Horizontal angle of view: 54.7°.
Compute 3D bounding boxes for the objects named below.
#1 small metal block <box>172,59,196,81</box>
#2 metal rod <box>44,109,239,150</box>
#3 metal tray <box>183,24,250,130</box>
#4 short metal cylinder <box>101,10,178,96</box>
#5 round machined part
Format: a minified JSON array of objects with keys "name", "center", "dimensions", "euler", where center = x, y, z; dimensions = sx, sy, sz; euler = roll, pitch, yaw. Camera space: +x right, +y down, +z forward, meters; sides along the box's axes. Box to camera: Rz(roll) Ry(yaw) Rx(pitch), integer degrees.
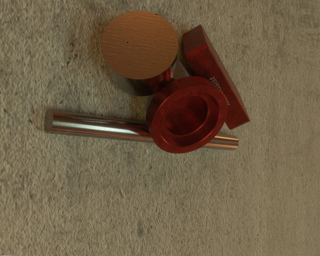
[{"name":"small metal block","center":[0.018,-0.062,0.403],"dimensions":[0.050,0.050,0.025],"euler":[30,72,-36]},{"name":"metal rod","center":[0.003,0.009,0.408],"dimensions":[0.302,0.025,0.025],"euler":[8,85,-40]},{"name":"metal tray","center":[0.078,-0.071,0.435],"dimensions":[0.130,0.030,0.090],"euler":[53,21,-27]},{"name":"short metal cylinder","center":[-0.021,-0.081,0.346],"dimensions":[0.081,0.050,0.080],"euler":[0,76,-1]},{"name":"round machined part","center":[0.029,-0.019,0.379],"dimensions":[0.099,0.042,0.097],"euler":[-13,129,-16]}]
